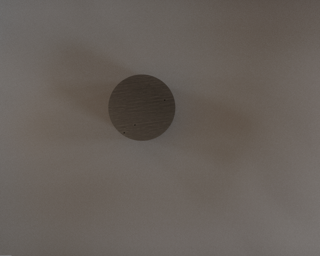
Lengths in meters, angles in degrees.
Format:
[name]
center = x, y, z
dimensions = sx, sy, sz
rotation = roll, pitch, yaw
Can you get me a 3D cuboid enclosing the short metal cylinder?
[short metal cylinder]
center = -0.022, -0.025, 0.397
dimensions = 0.080, 0.050, 0.080
rotation = 0, 90, 0
